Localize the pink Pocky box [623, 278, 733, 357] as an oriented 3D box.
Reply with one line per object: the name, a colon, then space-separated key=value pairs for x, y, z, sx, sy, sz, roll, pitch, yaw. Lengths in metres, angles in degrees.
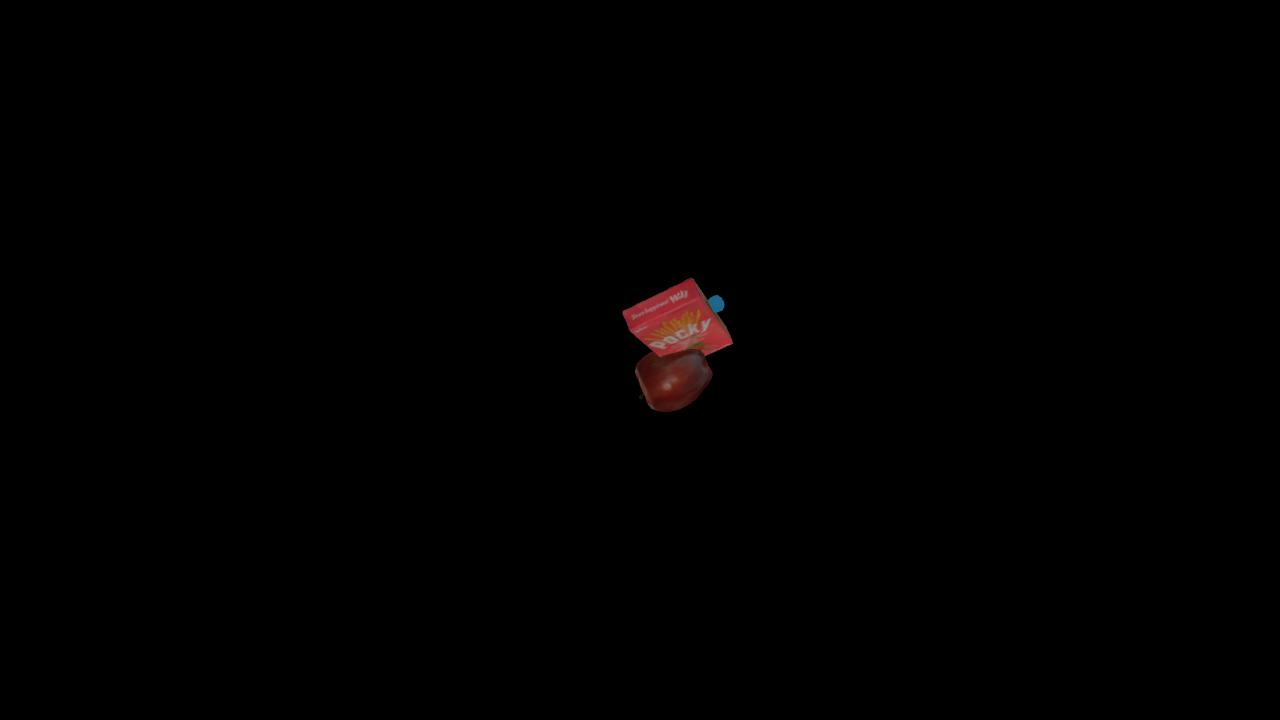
pink Pocky box: x=0.048 y=-0.036 z=0.700 sx=0.084 sy=0.029 sz=0.155 roll=-25 pitch=-24 yaw=13

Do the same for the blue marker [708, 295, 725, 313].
blue marker: x=0.063 y=-0.051 z=0.729 sx=0.020 sy=0.020 sz=0.121 roll=0 pitch=-13 yaw=-26

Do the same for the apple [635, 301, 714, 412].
apple: x=0.039 y=0.023 z=0.741 sx=0.093 sy=0.079 sz=0.079 roll=-26 pitch=-2 yaw=3
